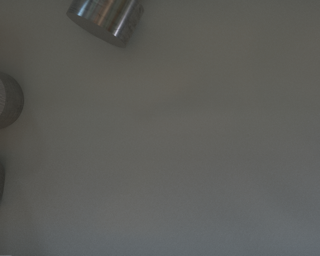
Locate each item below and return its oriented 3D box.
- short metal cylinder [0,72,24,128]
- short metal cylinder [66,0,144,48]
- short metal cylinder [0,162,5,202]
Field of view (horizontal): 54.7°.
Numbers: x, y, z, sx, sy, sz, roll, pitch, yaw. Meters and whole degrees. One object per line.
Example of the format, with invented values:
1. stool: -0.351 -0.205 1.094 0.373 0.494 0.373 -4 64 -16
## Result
1. short metal cylinder: -0.226 -0.037 0.397 0.081 0.050 0.080 0 90 0
2. short metal cylinder: -0.067 -0.142 0.383 0.080 0.080 0.050 27 90 0
3. short metal cylinder: -0.237 0.075 0.382 0.050 0.080 0.080 7 90 0
